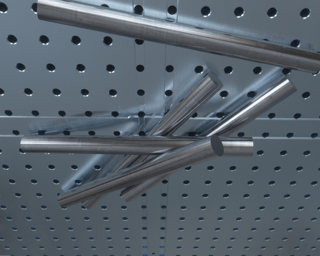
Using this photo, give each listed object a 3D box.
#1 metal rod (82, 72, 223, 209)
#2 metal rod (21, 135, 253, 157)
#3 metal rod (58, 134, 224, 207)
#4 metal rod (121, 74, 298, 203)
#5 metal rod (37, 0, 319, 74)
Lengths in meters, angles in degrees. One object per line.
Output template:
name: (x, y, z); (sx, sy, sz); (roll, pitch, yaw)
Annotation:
metal rod: (-0.027, 0.033, 0.439); (0.025, 0.025, 0.299); (31, 124, -24)
metal rod: (-0.036, 0.022, 0.402); (0.301, 0.025, 0.025); (0, 131, 10)
metal rod: (-0.048, 0.069, 0.423); (0.299, 0.025, 0.025); (-24, 128, 36)
metal rod: (0.051, 0.028, 0.435); (0.025, 0.025, 0.299); (37, 121, -27)
metal rod: (0.029, -0.097, 0.329); (0.302, 0.025, 0.025); (9, 130, -8)
